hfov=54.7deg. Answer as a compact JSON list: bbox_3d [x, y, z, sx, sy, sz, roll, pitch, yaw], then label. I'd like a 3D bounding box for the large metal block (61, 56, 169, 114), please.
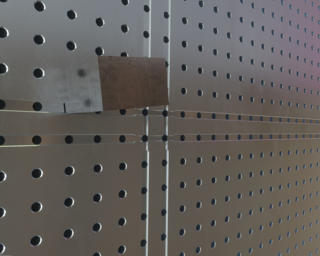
[{"bbox_3d":[-0.049,-0.045,0.334,0.081,0.080,0.050,-9,96,-40],"label":"large metal block"}]
